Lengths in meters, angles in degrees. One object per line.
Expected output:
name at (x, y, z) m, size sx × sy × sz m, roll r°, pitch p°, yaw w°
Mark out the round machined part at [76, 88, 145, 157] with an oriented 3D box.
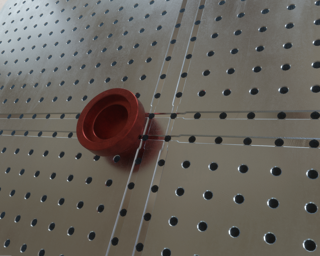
round machined part at (-0.064, -0.004, 0.435) m, size 0.098 × 0.042 × 0.098 m, roll -13°, pitch 56°, yaw 21°
